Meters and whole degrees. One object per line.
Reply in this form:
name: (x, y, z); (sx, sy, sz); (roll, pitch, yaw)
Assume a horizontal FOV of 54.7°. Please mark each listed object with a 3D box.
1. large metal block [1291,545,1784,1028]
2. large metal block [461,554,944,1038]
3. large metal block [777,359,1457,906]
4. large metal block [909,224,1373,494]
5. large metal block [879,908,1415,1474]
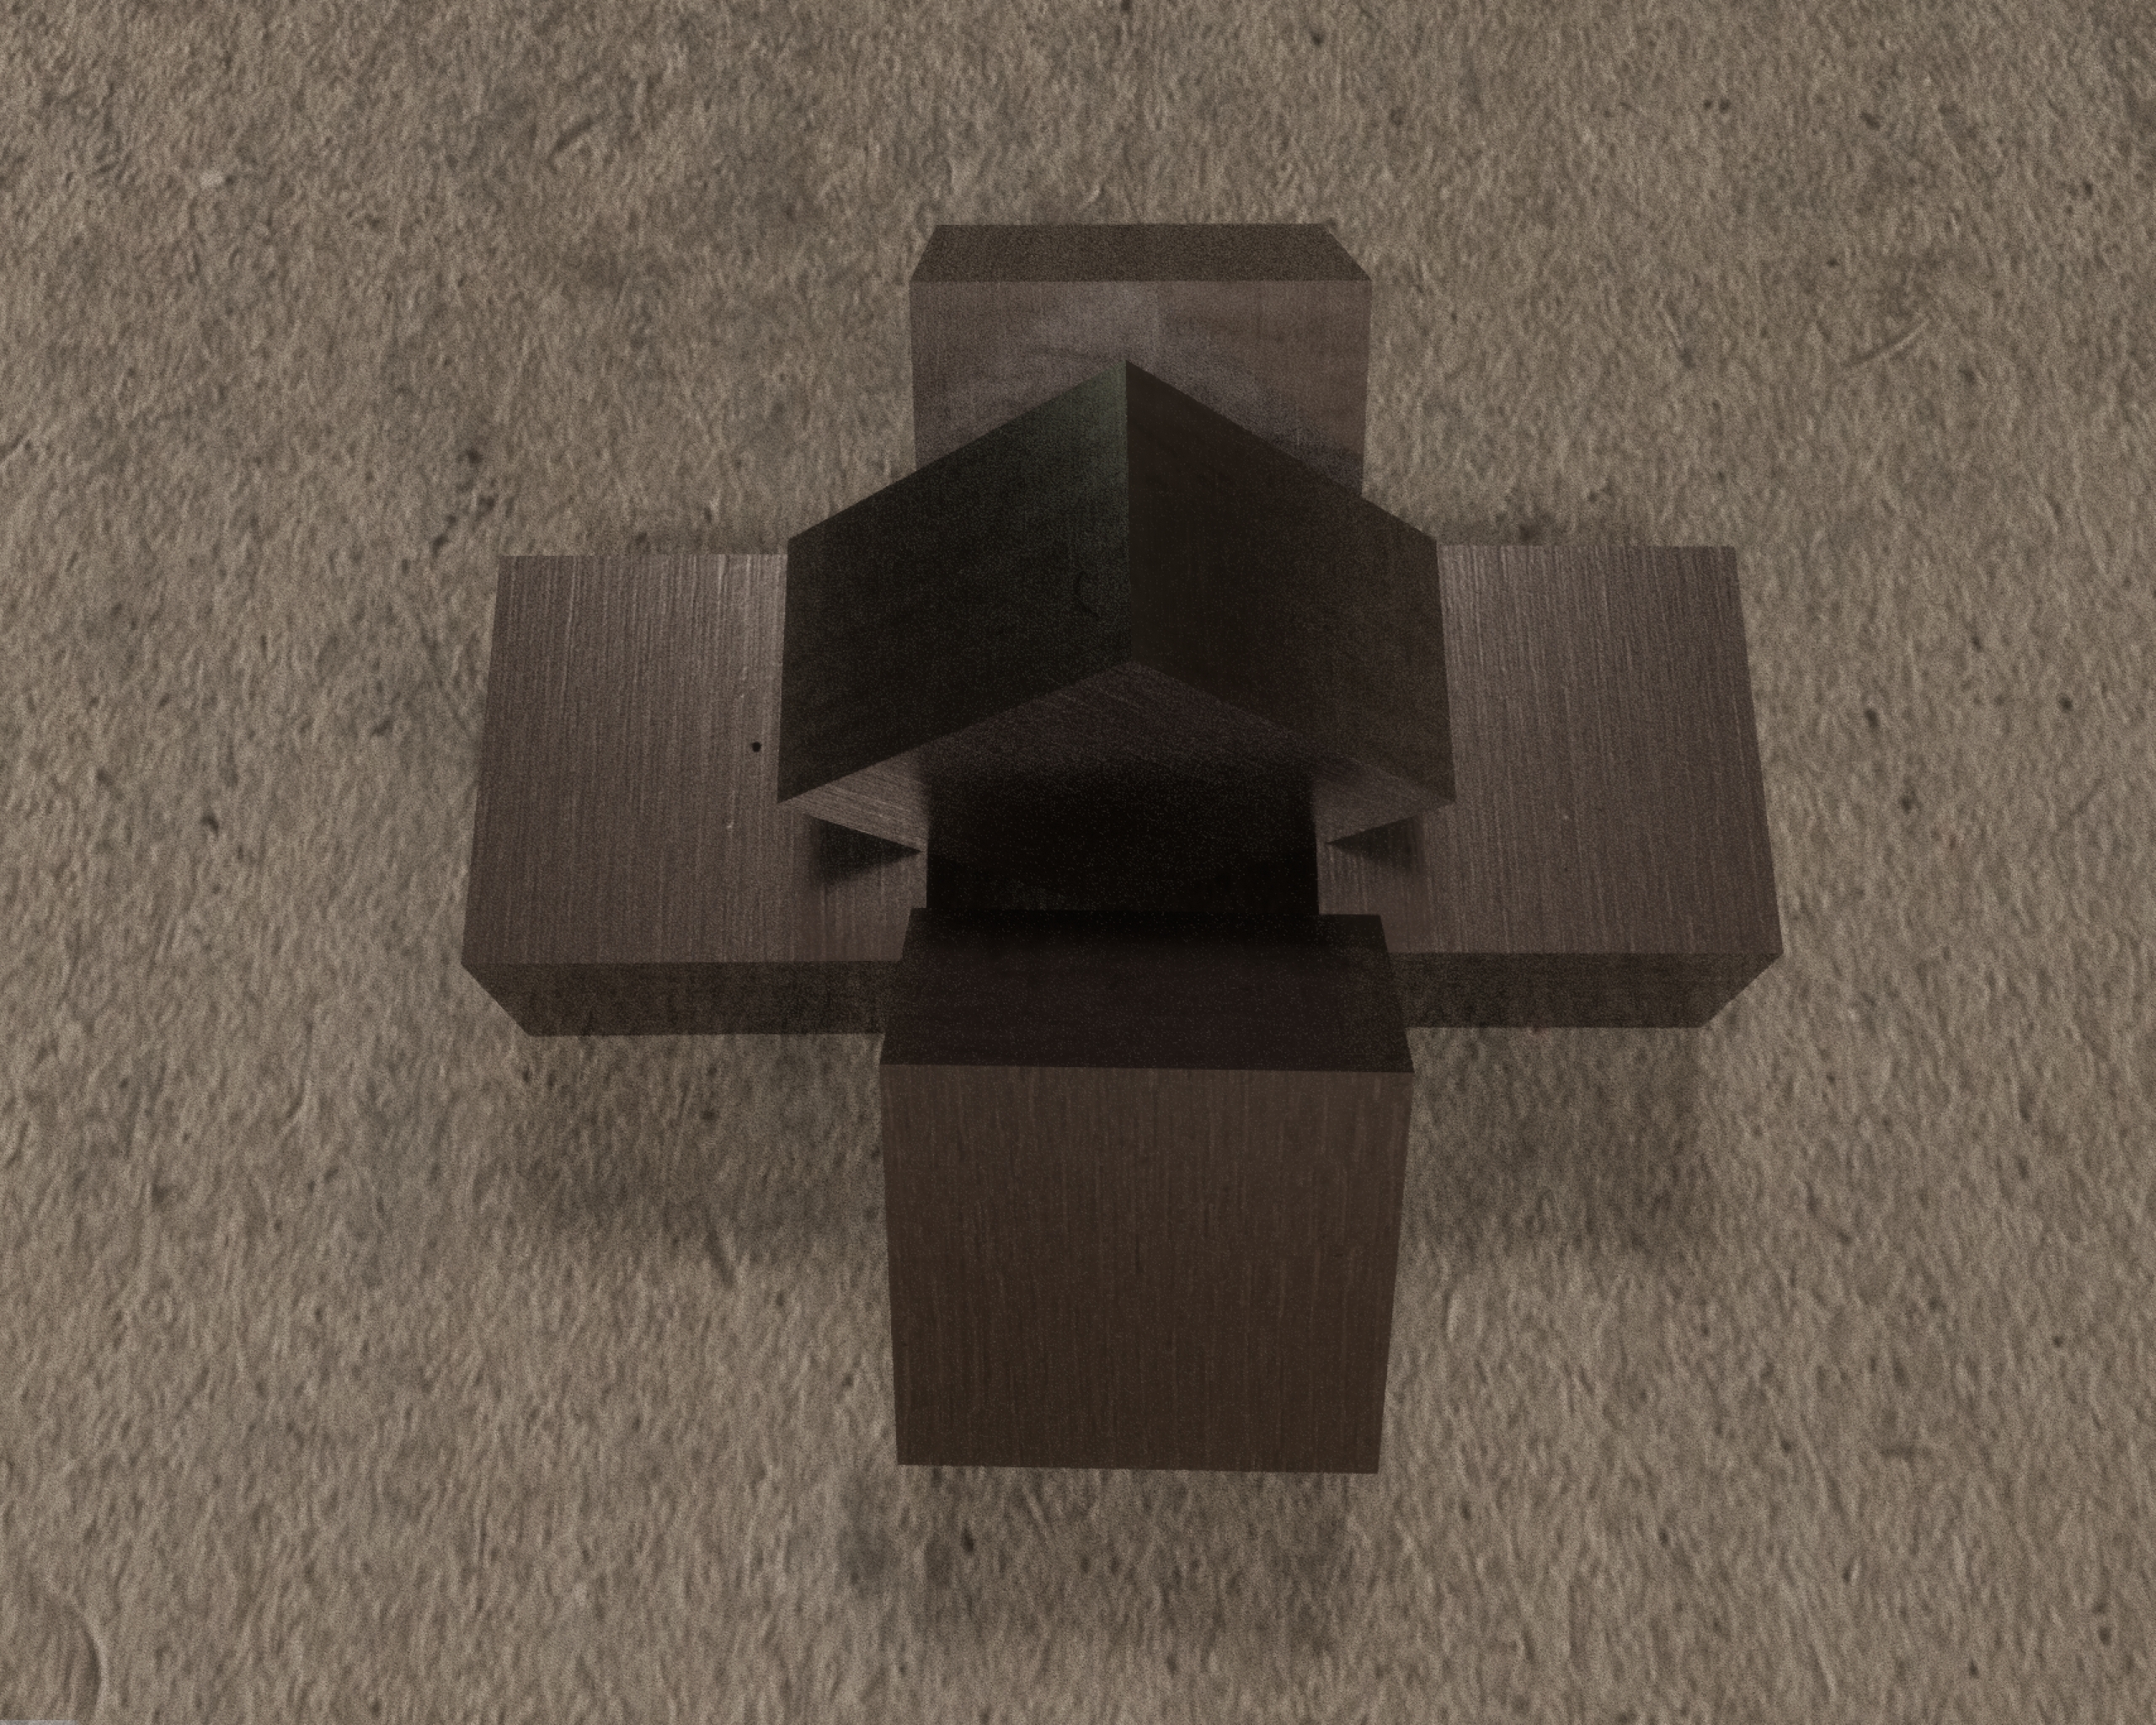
large metal block: (0.082, -0.013, 0.399); (0.081, 0.050, 0.080); (0, 70, -1)
large metal block: (-0.067, -0.012, 0.399); (0.081, 0.050, 0.080); (0, 70, -1)
large metal block: (0.007, -0.033, 0.357); (0.080, 0.080, 0.050); (-19, 64, 40)
large metal block: (0.011, -0.094, 0.408); (0.081, 0.080, 0.050); (0, 114, 0)
large metal block: (0.011, 0.055, 0.354); (0.081, 0.079, 0.050); (1, 27, 1)
